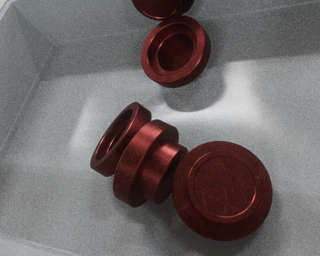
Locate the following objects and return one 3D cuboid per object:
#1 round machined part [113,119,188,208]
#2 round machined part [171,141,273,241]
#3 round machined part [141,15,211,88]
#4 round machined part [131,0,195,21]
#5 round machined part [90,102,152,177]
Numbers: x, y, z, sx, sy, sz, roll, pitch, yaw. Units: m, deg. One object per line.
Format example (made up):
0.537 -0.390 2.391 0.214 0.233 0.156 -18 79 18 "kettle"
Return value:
-0.004 0.043 0.337 0.042 0.098 0.098 26 75 21 "round machined part"
0.060 0.059 0.304 0.099 0.042 0.098 -1 71 3 "round machined part"
0.026 -0.102 0.433 0.098 0.042 0.098 -8 74 30 "round machined part"
-0.001 -0.185 0.420 0.098 0.098 0.042 1 63 29 "round machined part"
-0.041 0.019 0.386 0.098 0.042 0.098 -45 21 23 "round machined part"
